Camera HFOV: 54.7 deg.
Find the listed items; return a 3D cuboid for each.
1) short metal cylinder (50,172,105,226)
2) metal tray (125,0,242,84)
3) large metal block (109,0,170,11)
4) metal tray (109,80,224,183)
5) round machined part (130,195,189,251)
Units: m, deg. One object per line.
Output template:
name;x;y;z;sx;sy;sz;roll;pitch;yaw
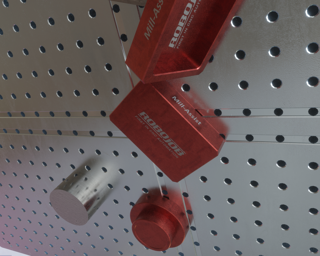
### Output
short metal cylinder;-0.146;0.125;0.549;0.080;0.050;0.079;13;124;21
metal tray;0.029;-0.105;0.286;0.030;0.091;0.129;49;133;25
large metal block;-0.013;-0.165;0.300;0.080;0.050;0.079;17;125;18
metal tray;0.007;0.002;0.406;0.130;0.030;0.090;45;129;-4
round machined part;-0.006;0.160;0.502;0.098;0.042;0.097;13;124;21
